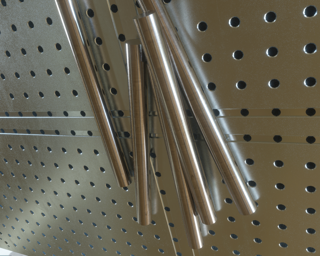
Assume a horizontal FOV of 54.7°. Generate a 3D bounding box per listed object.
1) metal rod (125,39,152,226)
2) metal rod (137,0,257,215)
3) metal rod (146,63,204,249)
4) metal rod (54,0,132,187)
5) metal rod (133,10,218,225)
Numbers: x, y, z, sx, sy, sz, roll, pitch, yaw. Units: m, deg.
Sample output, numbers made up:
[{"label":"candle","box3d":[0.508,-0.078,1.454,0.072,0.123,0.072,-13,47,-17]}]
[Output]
[{"label":"metal rod","box3d":[-0.027,0.026,0.439,0.025,0.025,0.298,13,124,21]},{"label":"metal rod","box3d":[0.051,-0.018,0.371,0.025,0.025,0.299,-16,111,34]},{"label":"metal rod","box3d":[0.027,0.052,0.428,0.025,0.025,0.298,1,119,27]},{"label":"metal rod","box3d":[-0.088,-0.044,0.427,0.025,0.025,0.298,1,119,27]},{"label":"metal rod","box3d":[0.028,0.010,0.381,0.025,0.025,0.298,-2,124,29]}]
